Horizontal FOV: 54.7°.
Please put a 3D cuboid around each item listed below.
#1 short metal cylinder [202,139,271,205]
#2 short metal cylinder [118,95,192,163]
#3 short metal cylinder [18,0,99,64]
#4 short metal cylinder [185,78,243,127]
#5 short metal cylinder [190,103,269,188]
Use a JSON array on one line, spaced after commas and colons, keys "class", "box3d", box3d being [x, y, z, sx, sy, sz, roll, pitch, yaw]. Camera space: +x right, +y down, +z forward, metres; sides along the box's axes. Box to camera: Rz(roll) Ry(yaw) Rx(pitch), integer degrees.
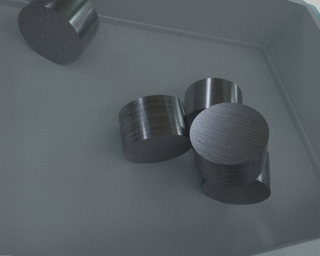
[{"class": "short metal cylinder", "box3d": [0.096, 0.057, 0.390, 0.080, 0.080, 0.050, 23, 53, -15]}, {"class": "short metal cylinder", "box3d": [-0.006, 0.004, 0.366, 0.081, 0.080, 0.050, 3, 61, -27]}, {"class": "short metal cylinder", "box3d": [-0.123, -0.127, 0.382, 0.080, 0.080, 0.050, 29, 52, -10]}, {"class": "short metal cylinder", "box3d": [0.073, -0.023, 0.426, 0.081, 0.080, 0.050, 19, 54, -18]}, {"class": "short metal cylinder", "box3d": [0.076, 0.018, 0.341, 0.080, 0.050, 0.080, -7, 52, 9]}]
